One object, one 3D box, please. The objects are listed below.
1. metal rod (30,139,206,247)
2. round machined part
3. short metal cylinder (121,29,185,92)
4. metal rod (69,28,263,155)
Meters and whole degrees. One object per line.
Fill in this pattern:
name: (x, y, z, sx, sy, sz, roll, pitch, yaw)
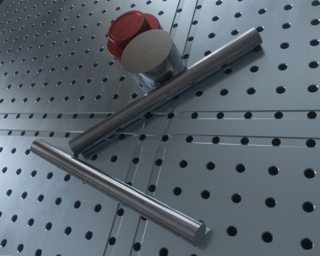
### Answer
metal rod: (-0.076, 0.070, 0.403, 0.300, 0.025, 0.025, 19, 72, 35)
round machined part: (-0.047, -0.156, 0.516, 0.098, 0.042, 0.098, -13, 56, 20)
short metal cylinder: (-0.009, -0.097, 0.455, 0.080, 0.050, 0.080, -13, 56, 20)
metal rod: (0.002, -0.047, 0.434, 0.300, 0.025, 0.025, -31, 52, 7)
